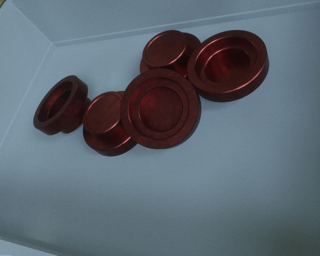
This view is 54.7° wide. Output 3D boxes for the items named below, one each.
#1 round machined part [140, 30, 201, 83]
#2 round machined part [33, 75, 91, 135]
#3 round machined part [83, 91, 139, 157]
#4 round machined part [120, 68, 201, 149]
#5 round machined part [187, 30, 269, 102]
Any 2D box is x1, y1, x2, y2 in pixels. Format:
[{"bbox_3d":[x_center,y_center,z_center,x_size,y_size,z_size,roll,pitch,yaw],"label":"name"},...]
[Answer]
[{"bbox_3d":[0.014,-0.103,0.449,0.098,0.042,0.098,-13,56,20],"label":"round machined part"},{"bbox_3d":[-0.145,-0.030,0.477,0.098,0.042,0.098,-25,43,27],"label":"round machined part"},{"bbox_3d":[-0.069,-0.013,0.437,0.098,0.042,0.098,-13,56,20],"label":"round machined part"},{"bbox_3d":[0.003,-0.022,0.389,0.098,0.042,0.097,-1,86,17],"label":"round machined part"},{"bbox_3d":[0.088,-0.073,0.393,0.098,0.042,0.098,-13,56,20],"label":"round machined part"}]
